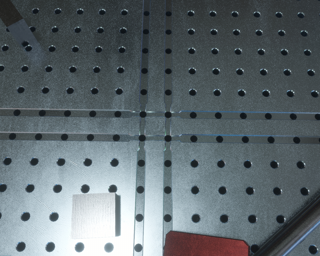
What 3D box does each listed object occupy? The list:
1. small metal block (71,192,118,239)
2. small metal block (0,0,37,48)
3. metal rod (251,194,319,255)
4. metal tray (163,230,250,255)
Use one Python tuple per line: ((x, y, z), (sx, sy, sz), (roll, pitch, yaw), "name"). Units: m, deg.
((-0.078, 0.106, 0.372), (0.050, 0.025, 0.050), (-3, 70, -2), "small metal block")
((-0.213, -0.154, 0.452), (0.025, 0.050, 0.050), (-35, 74, -12), "small metal block")
((0.163, 0.122, 0.369), (0.301, 0.025, 0.025), (-36, 74, -13), "metal rod")
((0.046, 0.182, 0.328), (0.090, 0.030, 0.130), (1, 69, 20), "metal tray")
